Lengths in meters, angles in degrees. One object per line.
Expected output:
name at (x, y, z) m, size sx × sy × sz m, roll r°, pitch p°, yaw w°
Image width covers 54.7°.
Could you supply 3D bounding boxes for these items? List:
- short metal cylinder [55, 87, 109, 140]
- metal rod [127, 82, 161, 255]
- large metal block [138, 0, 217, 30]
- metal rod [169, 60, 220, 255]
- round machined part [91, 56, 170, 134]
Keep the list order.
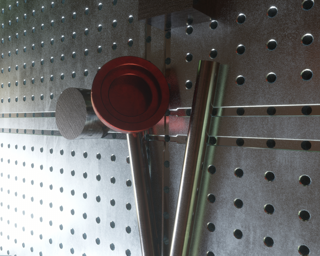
short metal cylinder at (-0.121, -0.022, 0.490) m, size 0.080 × 0.050 × 0.079 m, roll 0°, pitch 90°, yaw 39°
metal rod at (-0.029, 0.047, 0.431) m, size 0.025 × 0.025 × 0.298 m, roll -13°, pitch 82°, yaw 39°
large metal block at (0.021, -0.170, 0.374) m, size 0.080 × 0.050 × 0.079 m, roll 3°, pitch 92°, yaw 39°
metal rod at (0.037, 0.070, 0.377) m, size 0.025 × 0.025 × 0.298 m, roll 14°, pitch 99°, yaw 39°
round machined part at (-0.040, -0.041, 0.405) m, size 0.042 × 0.099 × 0.097 m, roll 150°, pitch 113°, yaw -73°
